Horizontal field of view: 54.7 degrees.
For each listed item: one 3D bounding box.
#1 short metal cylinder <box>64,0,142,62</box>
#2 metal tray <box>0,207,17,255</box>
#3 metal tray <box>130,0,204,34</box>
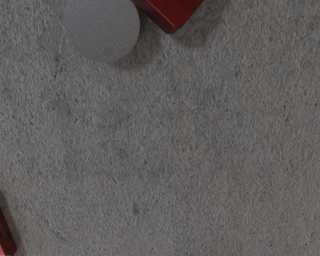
[{"bbox_3d":[-0.062,-0.118,0.352,0.081,0.050,0.079,0,110,0],"label":"short metal cylinder"},{"bbox_3d":[-0.280,0.149,0.459,0.091,0.030,0.129,-9,110,3],"label":"metal tray"},{"bbox_3d":[0.021,-0.175,0.317,0.090,0.030,0.130,40,82,-14],"label":"metal tray"}]
